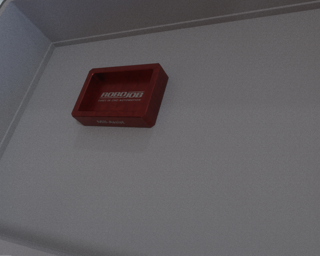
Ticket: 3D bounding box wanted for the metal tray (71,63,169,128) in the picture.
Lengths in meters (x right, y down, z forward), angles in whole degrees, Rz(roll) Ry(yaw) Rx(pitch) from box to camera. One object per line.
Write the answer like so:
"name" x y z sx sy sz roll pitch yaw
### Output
"metal tray" -0.060 -0.048 0.461 0.130 0.030 0.090 2 62 28
